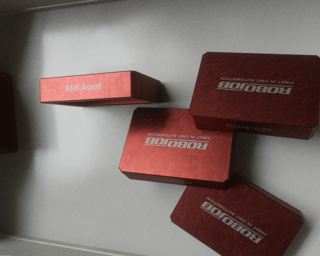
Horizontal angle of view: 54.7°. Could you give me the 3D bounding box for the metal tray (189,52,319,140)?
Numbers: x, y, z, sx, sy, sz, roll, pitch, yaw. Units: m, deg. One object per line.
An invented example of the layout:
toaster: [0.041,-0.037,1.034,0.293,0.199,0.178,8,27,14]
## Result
metal tray: [0.107,-0.040,0.350,0.130,0.030,0.090,7,65,19]

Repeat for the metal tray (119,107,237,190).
metal tray: [0.023,0.022,0.379,0.130,0.030,0.090,3,64,19]

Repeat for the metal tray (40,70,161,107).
metal tray: [-0.074,-0.047,0.400,0.130,0.090,0.030,-1,90,19]

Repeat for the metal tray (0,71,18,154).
metal tray: [-0.265,-0.023,0.467,0.030,0.090,0.129,-7,88,20]

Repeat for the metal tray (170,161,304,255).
metal tray: [0.090,0.107,0.376,0.130,0.030,0.090,30,100,17]
